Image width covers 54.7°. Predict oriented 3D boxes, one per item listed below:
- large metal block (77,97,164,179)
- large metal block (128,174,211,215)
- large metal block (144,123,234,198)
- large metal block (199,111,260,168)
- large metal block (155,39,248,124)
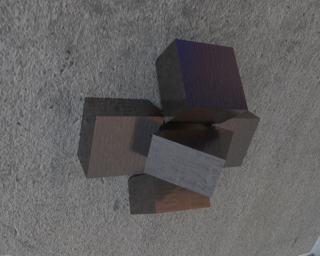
[{"bbox_3d":[-0.049,0.010,0.373,0.081,0.050,0.079,-1,119,-29],"label":"large metal block"},{"bbox_3d":[0.010,0.089,0.427,0.081,0.080,0.050,2,75,-29],"label":"large metal block"},{"bbox_3d":[0.037,0.028,0.369,0.080,0.080,0.050,19,116,11],"label":"large metal block"},{"bbox_3d":[0.083,0.010,0.442,0.081,0.050,0.079,0,119,-29],"label":"large metal block"},{"bbox_3d":[0.047,-0.051,0.361,0.081,0.080,0.050,0,162,-28],"label":"large metal block"}]
